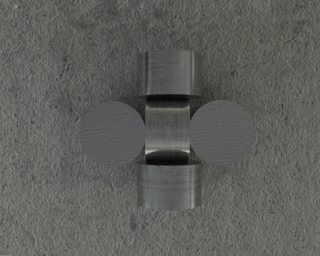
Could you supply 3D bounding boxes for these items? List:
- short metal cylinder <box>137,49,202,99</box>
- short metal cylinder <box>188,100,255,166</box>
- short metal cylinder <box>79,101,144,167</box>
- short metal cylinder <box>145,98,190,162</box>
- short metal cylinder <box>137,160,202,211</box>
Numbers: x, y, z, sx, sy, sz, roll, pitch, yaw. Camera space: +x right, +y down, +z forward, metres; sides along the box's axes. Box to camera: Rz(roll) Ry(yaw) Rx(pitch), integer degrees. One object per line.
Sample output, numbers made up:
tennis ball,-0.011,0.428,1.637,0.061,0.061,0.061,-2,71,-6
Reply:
short metal cylinder,0.012,-0.063,0.384,0.081,0.080,0.050,0,90,0
short metal cylinder,0.074,0.005,0.399,0.081,0.050,0.080,0,90,0
short metal cylinder,-0.057,0.007,0.398,0.081,0.050,0.080,0,90,-1
short metal cylinder,0.009,0.002,0.384,0.050,0.080,0.080,0,90,0
short metal cylinder,0.012,0.067,0.384,0.081,0.080,0.050,0,90,0
